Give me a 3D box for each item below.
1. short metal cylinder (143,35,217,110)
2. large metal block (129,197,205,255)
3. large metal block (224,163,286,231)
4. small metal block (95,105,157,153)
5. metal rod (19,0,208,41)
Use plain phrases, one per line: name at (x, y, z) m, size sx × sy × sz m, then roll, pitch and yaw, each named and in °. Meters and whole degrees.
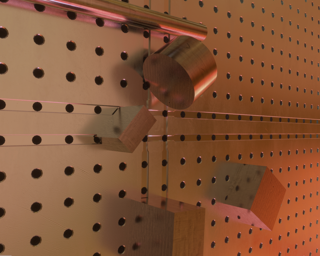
short metal cylinder at (0.025, -0.070, 0.396) m, size 0.050 × 0.080 × 0.080 m, roll -44°, pitch 117°, yaw -31°
large metal block at (0.007, 0.133, 0.382) m, size 0.050 × 0.080 × 0.080 m, roll 5°, pitch 87°, yaw -40°
large metal block at (0.167, 0.119, 0.537) m, size 0.080 × 0.050 × 0.080 m, roll 44°, pitch 63°, yaw -31°
small metal block at (-0.040, 0.001, 0.361) m, size 0.025 × 0.050 × 0.050 m, roll 51°, pitch 60°, yaw -28°
metal rod at (-0.054, -0.138, 0.365) m, size 0.302 × 0.025 × 0.025 m, roll -2°, pitch 91°, yaw -40°
